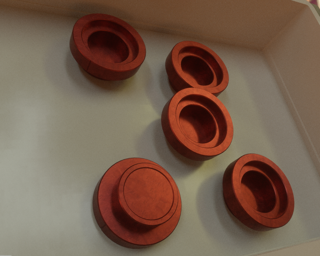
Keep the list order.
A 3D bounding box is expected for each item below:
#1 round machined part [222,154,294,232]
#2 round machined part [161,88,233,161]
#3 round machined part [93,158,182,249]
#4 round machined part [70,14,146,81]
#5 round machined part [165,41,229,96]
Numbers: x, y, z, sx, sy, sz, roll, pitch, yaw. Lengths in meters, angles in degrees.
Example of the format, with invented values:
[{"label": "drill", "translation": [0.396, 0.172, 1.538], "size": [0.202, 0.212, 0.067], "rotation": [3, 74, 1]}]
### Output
[{"label": "round machined part", "translation": [0.123, 0.086, 0.408], "size": [0.099, 0.042, 0.098], "rotation": [14, 56, -21]}, {"label": "round machined part", "translation": [0.046, -0.002, 0.417], "size": [0.099, 0.042, 0.098], "rotation": [11, 62, -22]}, {"label": "round machined part", "translation": [-0.020, 0.077, 0.337], "size": [0.099, 0.042, 0.098], "rotation": [14, 56, -21]}, {"label": "round machined part", "translation": [-0.072, -0.103, 0.419], "size": [0.099, 0.042, 0.098], "rotation": [14, 56, -21]}, {"label": "round machined part", "translation": [0.052, -0.082, 0.472], "size": [0.099, 0.042, 0.098], "rotation": [14, 56, -21]}]
